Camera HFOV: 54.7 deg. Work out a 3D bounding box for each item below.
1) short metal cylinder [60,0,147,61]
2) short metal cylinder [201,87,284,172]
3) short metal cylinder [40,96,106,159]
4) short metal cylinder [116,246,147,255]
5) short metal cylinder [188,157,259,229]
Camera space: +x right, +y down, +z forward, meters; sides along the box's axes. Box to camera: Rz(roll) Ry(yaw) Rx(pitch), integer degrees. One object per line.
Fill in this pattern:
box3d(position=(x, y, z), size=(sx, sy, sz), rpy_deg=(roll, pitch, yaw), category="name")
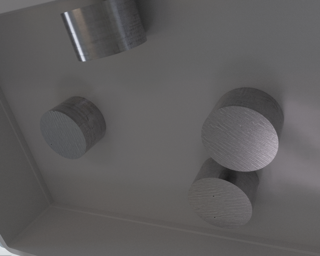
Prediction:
box3d(position=(-0.060, -0.110, 0.337), size=(0.080, 0.080, 0.050), rpy_deg=(-2, 117, 29), category="short metal cylinder")
box3d(position=(0.092, 0.001, 0.345), size=(0.080, 0.050, 0.079), rpy_deg=(13, 124, 21), category="short metal cylinder")
box3d(position=(-0.128, -0.001, 0.460), size=(0.080, 0.050, 0.079), rpy_deg=(13, 124, 21), category="short metal cylinder")
box3d(position=(-0.057, 0.277, 0.597), size=(0.080, 0.050, 0.079), rpy_deg=(13, 124, 21), category="short metal cylinder")
box3d(position=(0.083, 0.081, 0.399), size=(0.080, 0.050, 0.079), rpy_deg=(13, 124, 21), category="short metal cylinder")
